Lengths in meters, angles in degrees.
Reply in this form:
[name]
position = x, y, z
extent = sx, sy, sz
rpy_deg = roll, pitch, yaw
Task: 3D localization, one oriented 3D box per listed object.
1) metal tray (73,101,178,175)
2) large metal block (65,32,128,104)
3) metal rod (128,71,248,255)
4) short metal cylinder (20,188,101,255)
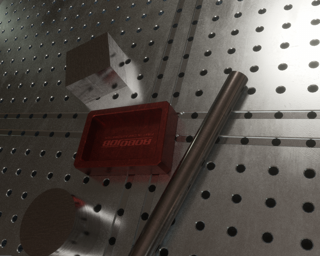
[metal tray]
position = -0.046, 0.016, 0.417
extent = 0.130, 0.030, 0.090
rpy_deg = -5, 59, 25
[large metal block]
position = -0.104, -0.097, 0.504
extent = 0.080, 0.050, 0.080
rpy_deg = -21, 54, 15
[metal rod]
position = 0.026, 0.060, 0.356
extent = 0.025, 0.025, 0.300
rpy_deg = 20, 72, 35
[short metal cylinder]
position = -0.121, 0.120, 0.380
extent = 0.080, 0.050, 0.080
rpy_deg = -13, 57, 20
